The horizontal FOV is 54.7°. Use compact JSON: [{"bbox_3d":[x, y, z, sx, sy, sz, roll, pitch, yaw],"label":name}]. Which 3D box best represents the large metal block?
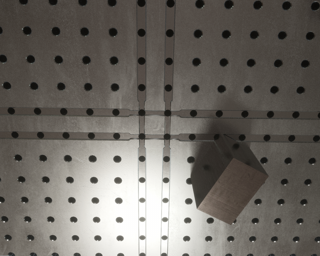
[{"bbox_3d":[0.086,0.064,0.409,0.050,0.080,0.080,28,108,-10],"label":"large metal block"}]
